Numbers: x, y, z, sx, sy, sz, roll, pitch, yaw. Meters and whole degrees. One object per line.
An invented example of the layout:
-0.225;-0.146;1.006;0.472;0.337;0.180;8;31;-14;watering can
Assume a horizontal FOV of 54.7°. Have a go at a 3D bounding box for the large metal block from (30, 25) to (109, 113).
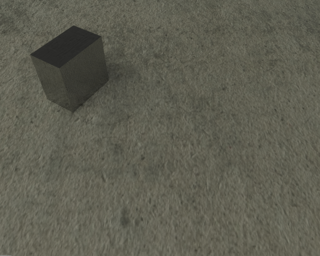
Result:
-0.122;-0.083;0.436;0.050;0.080;0.080;26;55;20;large metal block
